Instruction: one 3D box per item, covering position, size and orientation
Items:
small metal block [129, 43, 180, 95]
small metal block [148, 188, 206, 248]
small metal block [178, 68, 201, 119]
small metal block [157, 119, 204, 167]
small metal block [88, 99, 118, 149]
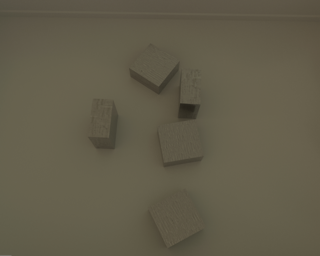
[{"bbox_3d":[-0.008,-0.084,0.440,0.050,0.025,0.050,34,73,11],"label":"small metal block"},{"bbox_3d":[0.019,0.108,0.371,0.050,0.025,0.050,-25,72,-9],"label":"small metal block"},{"bbox_3d":[0.039,-0.045,0.413,0.025,0.050,0.050,4,70,1],"label":"small metal block"},{"bbox_3d":[0.025,0.020,0.403,0.050,0.025,0.050,-9,70,-4],"label":"small metal block"},{"bbox_3d":[-0.072,-0.004,0.397,0.025,0.050,0.050,3,70,1],"label":"small metal block"}]
